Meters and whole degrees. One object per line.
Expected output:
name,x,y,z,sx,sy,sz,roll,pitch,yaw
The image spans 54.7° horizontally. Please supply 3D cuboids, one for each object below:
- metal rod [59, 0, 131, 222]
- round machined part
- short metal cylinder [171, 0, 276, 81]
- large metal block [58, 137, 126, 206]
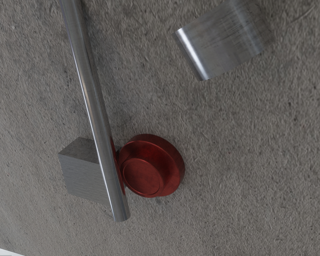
metal rod,-0.081,-0.013,0.408,0.025,0.025,0.298,-2,107,29
round machined part,-0.017,0.061,0.443,0.098,0.042,0.097,13,124,21
short metal cylinder,0.058,-0.086,0.288,0.080,0.080,0.050,-22,107,36
large metal block,-0.104,0.067,0.487,0.080,0.050,0.079,11,123,22
